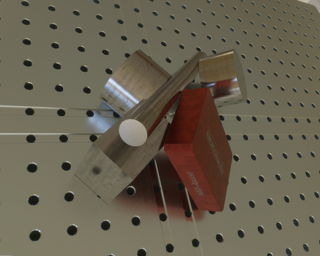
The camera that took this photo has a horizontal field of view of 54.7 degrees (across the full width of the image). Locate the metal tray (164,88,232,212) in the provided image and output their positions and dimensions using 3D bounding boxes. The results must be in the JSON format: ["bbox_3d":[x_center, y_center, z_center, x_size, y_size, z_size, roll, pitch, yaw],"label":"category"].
[{"bbox_3d":[0.052,0.028,0.366,0.130,0.030,0.090,61,37,-41],"label":"metal tray"}]

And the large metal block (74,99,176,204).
[{"bbox_3d":[-0.038,0.026,0.337,0.050,0.080,0.080,43,51,1],"label":"large metal block"}]

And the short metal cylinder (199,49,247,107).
[{"bbox_3d":[0.096,-0.073,0.465,0.080,0.050,0.080,40,45,-55],"label":"short metal cylinder"}]

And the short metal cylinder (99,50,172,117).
[{"bbox_3d":[-0.030,-0.051,0.388,0.050,0.080,0.080,40,51,-2],"label":"short metal cylinder"}]

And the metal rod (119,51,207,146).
[{"bbox_3d":[0.023,-0.056,0.387,0.025,0.025,0.301,40,30,-2],"label":"metal rod"}]
